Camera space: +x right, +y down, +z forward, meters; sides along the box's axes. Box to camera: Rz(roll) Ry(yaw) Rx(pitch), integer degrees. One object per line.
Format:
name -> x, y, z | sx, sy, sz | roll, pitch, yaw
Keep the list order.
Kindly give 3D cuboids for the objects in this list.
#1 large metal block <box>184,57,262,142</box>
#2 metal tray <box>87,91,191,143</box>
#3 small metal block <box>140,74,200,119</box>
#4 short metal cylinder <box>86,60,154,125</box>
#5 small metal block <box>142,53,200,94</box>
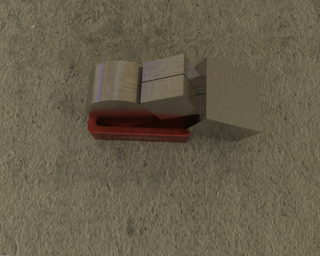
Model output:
large metal block -> 0.079, -0.033, 0.393 | 0.081, 0.050, 0.080 | 12, 68, -23
metal tray -> -0.024, -0.029, 0.417 | 0.131, 0.030, 0.090 | 2, 70, 0
small metal block -> 0.013, -0.033, 0.352 | 0.050, 0.050, 0.025 | -8, 67, 25
short metal cylinder -> -0.047, -0.040, 0.381 | 0.081, 0.080, 0.050 | 1, 70, 0
small metal block -> 0.014, -0.058, 0.362 | 0.050, 0.050, 0.025 | -8, 67, 25
